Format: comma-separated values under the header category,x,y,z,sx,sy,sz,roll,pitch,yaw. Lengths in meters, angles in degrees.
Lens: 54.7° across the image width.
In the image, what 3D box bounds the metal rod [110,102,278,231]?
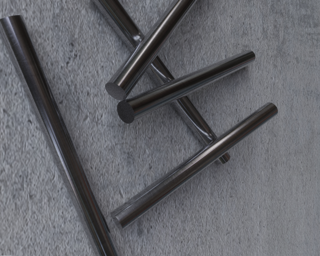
category,x,y,z,sx,sy,sz,roll,pitch,yaw
metal rod,0.064,0.040,0.431,0.302,0.025,0.025,-31,110,-27

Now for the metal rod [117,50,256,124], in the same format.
category,x,y,z,sx,sy,sz,roll,pitch,yaw
metal rod,0.058,-0.069,0.426,0.302,0.025,0.025,-29,109,-45

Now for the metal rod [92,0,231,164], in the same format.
category,x,y,z,sx,sy,sz,roll,pitch,yaw
metal rod,0.015,-0.054,0.416,0.300,0.025,0.025,50,61,-28

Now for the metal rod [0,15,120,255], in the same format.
category,x,y,z,sx,sy,sz,roll,pitch,yaw
metal rod,-0.095,0.037,0.324,0.025,0.025,0.298,-29,108,-36

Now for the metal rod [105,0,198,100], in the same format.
category,x,y,z,sx,sy,sz,roll,pitch,yaw
metal rod,0.020,-0.147,0.397,0.025,0.025,0.301,50,53,-28
